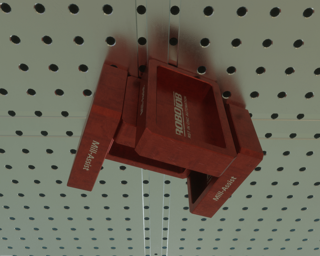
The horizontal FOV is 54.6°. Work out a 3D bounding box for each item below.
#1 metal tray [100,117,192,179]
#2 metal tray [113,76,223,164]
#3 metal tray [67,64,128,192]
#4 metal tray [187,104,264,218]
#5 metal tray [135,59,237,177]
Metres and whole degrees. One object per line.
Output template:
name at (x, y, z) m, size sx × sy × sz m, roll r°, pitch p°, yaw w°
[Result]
metal tray at (-0.006, 0.017, 0.422) m, size 0.131 × 0.030 × 0.089 m, roll 17°, pitch 128°, yaw -15°
metal tray at (0.016, -0.007, 0.363) m, size 0.131 × 0.090 × 0.030 m, roll 17°, pitch 128°, yaw -14°
metal tray at (-0.075, 0.001, 0.369) m, size 0.030 × 0.090 × 0.129 m, roll 17°, pitch 128°, yaw -14°
metal tray at (0.077, 0.044, 0.406) m, size 0.030 × 0.090 × 0.129 m, roll 17°, pitch 128°, yaw -14°
metal tray at (0.024, -0.016, 0.328) m, size 0.091 × 0.130 × 0.030 m, roll 17°, pitch 128°, yaw -15°
